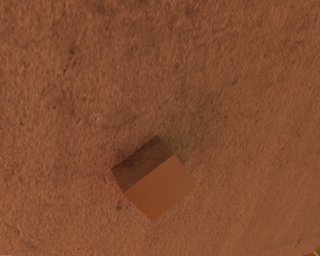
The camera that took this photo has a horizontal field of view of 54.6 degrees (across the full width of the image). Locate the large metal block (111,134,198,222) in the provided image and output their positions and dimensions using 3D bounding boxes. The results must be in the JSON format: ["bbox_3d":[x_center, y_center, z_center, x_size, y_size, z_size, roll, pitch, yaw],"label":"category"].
[{"bbox_3d":[-0.007,0.070,0.429,0.080,0.050,0.080,-37,129,-4],"label":"large metal block"}]
